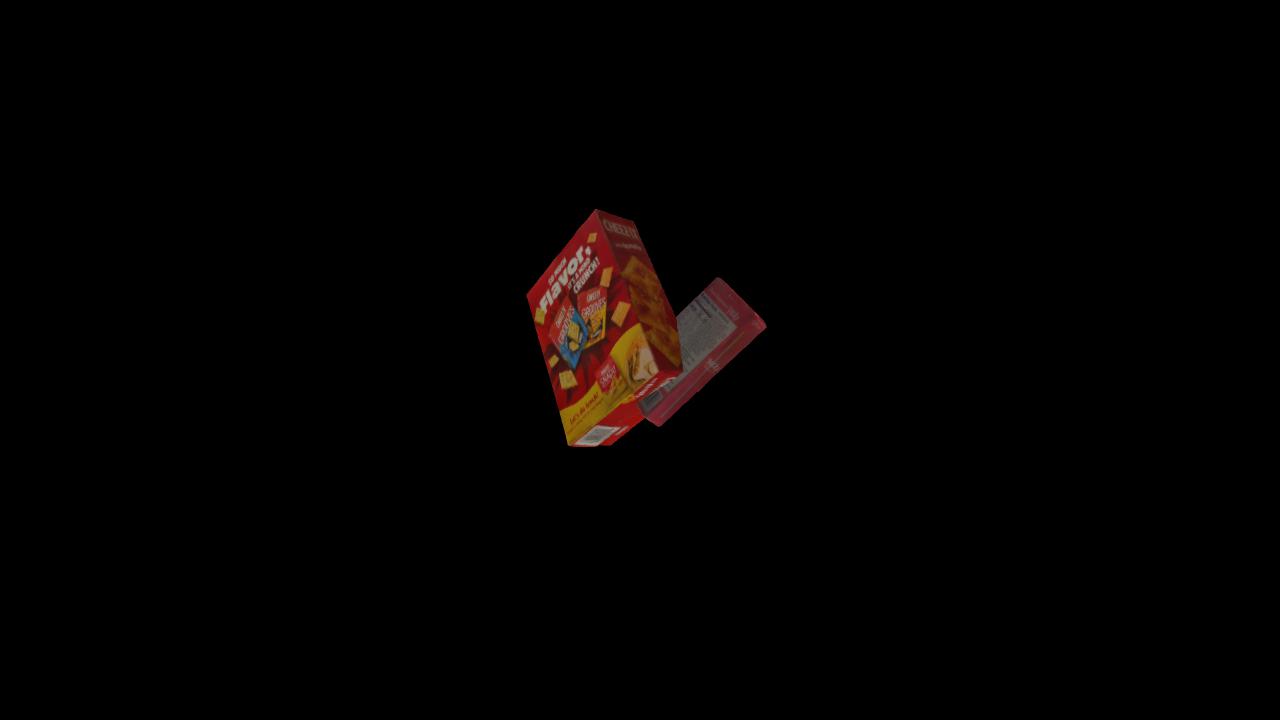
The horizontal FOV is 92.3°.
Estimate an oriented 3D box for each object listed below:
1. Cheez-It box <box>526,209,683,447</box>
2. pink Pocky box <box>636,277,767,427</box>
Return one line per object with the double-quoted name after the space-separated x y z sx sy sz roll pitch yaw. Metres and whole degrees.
-0.043 -0.034 0.712 0.071 0.223 0.166 7 -38 -43 "Cheez-It box"
0.052 -0.010 0.649 0.029 0.155 0.084 38 12 -39 "pink Pocky box"
